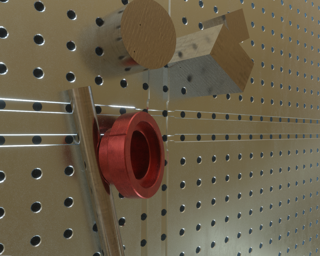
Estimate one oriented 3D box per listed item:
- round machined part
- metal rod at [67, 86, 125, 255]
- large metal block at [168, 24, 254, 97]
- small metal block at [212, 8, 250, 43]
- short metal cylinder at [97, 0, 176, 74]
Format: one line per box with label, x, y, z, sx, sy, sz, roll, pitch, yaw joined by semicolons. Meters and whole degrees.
round machined part;-0.034;0.031;0.355;0.098;0.042;0.097;-6;90;-66
metal rod;-0.063;0.102;0.358;0.025;0.025;0.298;-17;101;-39
large metal block;0.070;-0.090;0.435;0.080;0.080;0.050;38;67;-34
small metal block;0.118;-0.164;0.511;0.050;0.025;0.050;-31;110;-36
short metal cylinder;-0.027;-0.107;0.372;0.081;0.050;0.079;0;90;-40
